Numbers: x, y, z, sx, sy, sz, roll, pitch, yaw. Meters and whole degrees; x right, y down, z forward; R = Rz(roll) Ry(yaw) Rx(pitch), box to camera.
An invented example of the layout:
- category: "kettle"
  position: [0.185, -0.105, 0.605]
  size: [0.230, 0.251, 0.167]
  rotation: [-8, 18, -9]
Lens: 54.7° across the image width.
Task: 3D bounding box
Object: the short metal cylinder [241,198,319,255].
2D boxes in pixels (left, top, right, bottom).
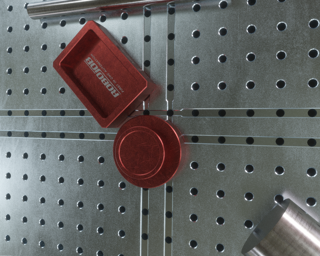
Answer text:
- category: "short metal cylinder"
  position: [0.135, 0.124, 0.336]
  size: [0.050, 0.080, 0.080]
  rotation: [41, 103, 15]

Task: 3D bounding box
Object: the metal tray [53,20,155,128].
- category: "metal tray"
  position: [-0.081, -0.075, 0.438]
  size: [0.090, 0.030, 0.130]
  rotation: [-44, 77, 14]

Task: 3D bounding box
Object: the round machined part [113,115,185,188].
- category: "round machined part"
  position: [-0.020, 0.031, 0.410]
  size: [0.098, 0.042, 0.097]
  rotation: [0, 90, 20]

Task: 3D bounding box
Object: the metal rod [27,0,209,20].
- category: "metal rod"
  position: [-0.056, -0.178, 0.432]
  size: [0.301, 0.025, 0.025]
  rotation: [2, 91, 19]
